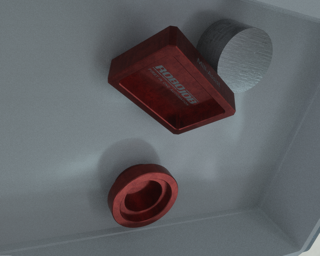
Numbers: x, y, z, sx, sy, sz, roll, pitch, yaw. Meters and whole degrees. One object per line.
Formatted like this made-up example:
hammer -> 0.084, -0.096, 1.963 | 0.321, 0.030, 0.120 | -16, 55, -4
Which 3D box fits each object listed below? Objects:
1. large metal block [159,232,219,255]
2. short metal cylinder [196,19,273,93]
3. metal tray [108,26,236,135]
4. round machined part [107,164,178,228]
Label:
large metal block -> 0.057, 0.240, 0.558 | 0.081, 0.080, 0.050 | 4, 117, -31
short metal cylinder -> 0.092, -0.091, 0.389 | 0.081, 0.050, 0.079 | -14, 125, -21
metal tray -> 0.017, -0.046, 0.356 | 0.090, 0.030, 0.130 | -21, 139, 32
round machined part -> -0.027, 0.091, 0.441 | 0.099, 0.042, 0.097 | -14, 125, -21
